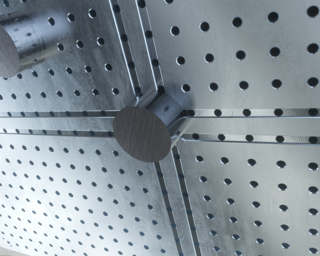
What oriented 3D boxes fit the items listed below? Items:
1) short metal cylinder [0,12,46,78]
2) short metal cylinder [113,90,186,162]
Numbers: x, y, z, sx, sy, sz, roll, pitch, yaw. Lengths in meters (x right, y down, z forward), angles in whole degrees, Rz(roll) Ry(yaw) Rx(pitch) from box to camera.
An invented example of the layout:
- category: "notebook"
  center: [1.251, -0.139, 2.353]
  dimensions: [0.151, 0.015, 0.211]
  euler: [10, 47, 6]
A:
- category: "short metal cylinder"
  center: [-0.209, -0.116, 0.433]
  dimensions: [0.080, 0.050, 0.079]
  euler: [13, 124, 21]
- category: "short metal cylinder"
  center: [-0.013, -0.003, 0.400]
  dimensions: [0.080, 0.050, 0.079]
  euler: [13, 124, 21]
